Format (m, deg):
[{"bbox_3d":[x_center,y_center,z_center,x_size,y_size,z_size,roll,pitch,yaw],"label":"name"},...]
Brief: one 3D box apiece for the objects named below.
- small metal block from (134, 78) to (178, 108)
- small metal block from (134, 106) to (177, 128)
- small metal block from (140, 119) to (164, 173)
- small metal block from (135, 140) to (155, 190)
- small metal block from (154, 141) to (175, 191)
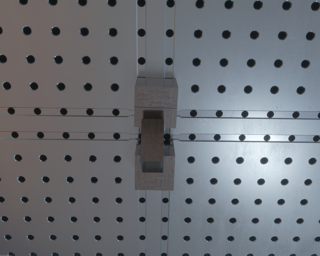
[{"bbox_3d":[-0.005,-0.044,0.383,0.050,0.050,0.025,2,110,-1],"label":"small metal block"},{"bbox_3d":[-0.006,-0.021,0.392,0.050,0.050,0.025,2,110,-1],"label":"small metal block"},{"bbox_3d":[-0.008,0.022,0.364,0.025,0.050,0.050,1,68,0],"label":"small metal block"},{"bbox_3d":[-0.020,0.049,0.418,0.025,0.050,0.050,1,110,-1],"label":"small metal block"},{"bbox_3d":[0.006,0.049,0.417,0.025,0.050,0.050,1,110,-1],"label":"small metal block"}]
